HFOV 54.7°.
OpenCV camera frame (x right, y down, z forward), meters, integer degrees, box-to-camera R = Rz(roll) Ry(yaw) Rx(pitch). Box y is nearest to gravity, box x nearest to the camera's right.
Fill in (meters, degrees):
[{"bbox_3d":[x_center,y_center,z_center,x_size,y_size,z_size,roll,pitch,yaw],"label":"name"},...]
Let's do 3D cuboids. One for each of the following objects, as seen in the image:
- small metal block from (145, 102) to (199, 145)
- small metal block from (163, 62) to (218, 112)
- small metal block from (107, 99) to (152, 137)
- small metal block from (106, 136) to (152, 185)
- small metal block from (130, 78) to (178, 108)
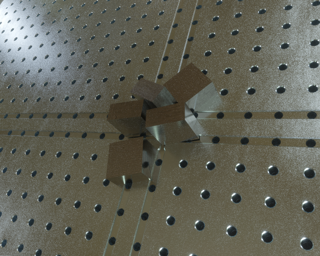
[{"bbox_3d":[0.016,-0.004,0.385,0.050,0.050,0.025,-11,58,22],"label":"small metal block"},{"bbox_3d":[0.040,-0.053,0.419,0.050,0.025,0.050,-38,51,2],"label":"small metal block"},{"bbox_3d":[-0.034,-0.012,0.416,0.050,0.050,0.025,-6,60,25],"label":"small metal block"},{"bbox_3d":[-0.039,0.043,0.401,0.050,0.025,0.050,-12,57,21],"label":"small metal block"},{"bbox_3d":[-0.004,-0.036,0.411,0.050,0.050,0.025,28,77,46],"label":"small metal block"}]
